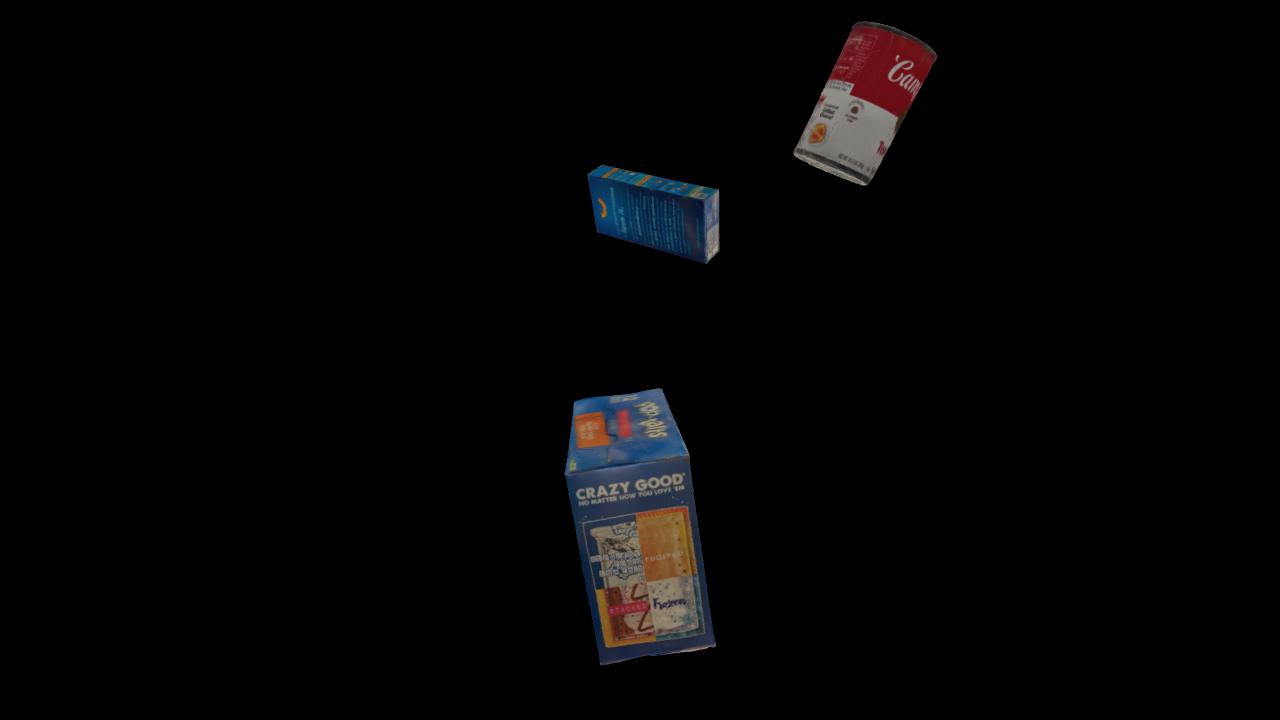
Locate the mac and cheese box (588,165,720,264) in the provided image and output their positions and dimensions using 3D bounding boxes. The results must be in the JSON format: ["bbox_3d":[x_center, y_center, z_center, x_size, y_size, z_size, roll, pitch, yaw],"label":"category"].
[{"bbox_3d":[0.018,-0.195,0.815,0.184,0.093,0.041,23,51,29],"label":"mac and cheese box"}]

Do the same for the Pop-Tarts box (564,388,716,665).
[{"bbox_3d":[-0.004,0.114,0.473,0.083,0.141,0.167,-9,13,-3],"label":"Pop-Tarts box"}]

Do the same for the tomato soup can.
[{"bbox_3d":[0.171,-0.195,0.477,0.068,0.101,0.068,22,19,-8],"label":"tomato soup can"}]
